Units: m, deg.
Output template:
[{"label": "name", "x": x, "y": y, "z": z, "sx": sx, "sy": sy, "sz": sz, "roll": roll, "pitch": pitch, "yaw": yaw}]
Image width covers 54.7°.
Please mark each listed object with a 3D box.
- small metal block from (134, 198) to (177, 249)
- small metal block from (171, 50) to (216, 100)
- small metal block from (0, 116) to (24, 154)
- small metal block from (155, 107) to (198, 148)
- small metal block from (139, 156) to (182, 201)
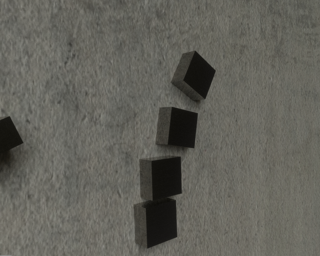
[{"label": "small metal block", "x": -0.005, "y": 0.121, "z": 0.403, "sx": 0.050, "sy": 0.025, "sz": 0.050, "roll": -4, "pitch": 93, "yaw": -40}, {"label": "small metal block", "x": 0.049, "y": -0.075, "z": 0.448, "sx": 0.050, "sy": 0.025, "sz": 0.050, "roll": 35, "pitch": 69, "yaw": -35}, {"label": "small metal block", "x": -0.153, "y": 0.012, "z": 0.261, "sx": 0.050, "sy": 0.050, "sz": 0.025, "roll": -32, "pitch": 110, "yaw": -36}, {"label": "small metal block", "x": 0.024, "y": 0.000, "z": 0.427, "sx": 0.050, "sy": 0.025, "sz": 0.050, "roll": 11, "pitch": 83, "yaw": -40}, {"label": "small metal block", "x": 0.001, "y": 0.064, "z": 0.408, "sx": 0.050, "sy": 0.025, "sz": 0.050, "roll": -3, "pitch": 92, "yaw": -40}]
